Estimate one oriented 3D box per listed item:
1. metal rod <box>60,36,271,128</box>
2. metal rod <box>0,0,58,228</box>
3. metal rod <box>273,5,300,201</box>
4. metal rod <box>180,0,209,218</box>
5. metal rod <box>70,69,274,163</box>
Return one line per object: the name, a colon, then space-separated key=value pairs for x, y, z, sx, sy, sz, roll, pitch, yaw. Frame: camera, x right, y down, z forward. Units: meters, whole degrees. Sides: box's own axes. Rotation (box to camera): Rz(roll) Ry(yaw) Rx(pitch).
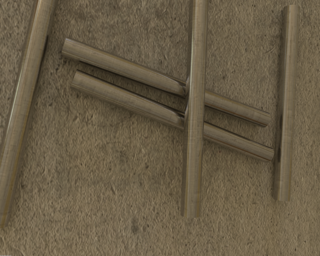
metal rod: x=0.022 y=-0.054 z=0.416 sx=0.302 sy=0.025 sz=0.025 roll=17 pitch=84 yaw=-19
metal rod: x=-0.153 y=-0.039 z=0.352 sx=0.025 sy=0.025 sz=0.298 roll=12 pitch=86 yaw=-20
metal rod: x=0.196 y=-0.039 z=0.480 sx=0.025 sy=0.025 sz=0.298 roll=4 pitch=89 yaw=-20
metal rod: x=0.045 y=-0.038 z=0.397 sx=0.025 sy=0.025 sz=0.298 roll=3 pitch=89 yaw=-20
metal rod: x=0.030 y=-0.009 z=0.419 sx=0.302 sy=0.025 sz=0.025 roll=21 pitch=83 yaw=-19
